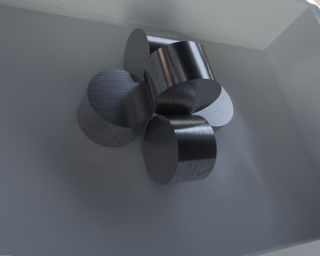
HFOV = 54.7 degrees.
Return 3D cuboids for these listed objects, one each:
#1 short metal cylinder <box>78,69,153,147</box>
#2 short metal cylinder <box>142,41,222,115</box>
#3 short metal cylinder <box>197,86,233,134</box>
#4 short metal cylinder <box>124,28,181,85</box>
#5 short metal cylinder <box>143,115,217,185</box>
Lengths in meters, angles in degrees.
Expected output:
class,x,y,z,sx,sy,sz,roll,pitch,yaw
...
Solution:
class,x,y,z,sx,sy,sz,roll,pitch,yaw
short metal cylinder,-0.053,-0.024,0.373,0.081,0.050,0.080,14,56,-21
short metal cylinder,0.024,-0.053,0.357,0.081,0.080,0.050,-1,62,-29
short metal cylinder,0.054,-0.026,0.431,0.081,0.050,0.080,14,56,-21
short metal cylinder,-0.010,-0.090,0.417,0.050,0.080,0.080,-2,63,-30
short metal cylinder,0.021,0.024,0.364,0.050,0.080,0.080,-2,63,-30
